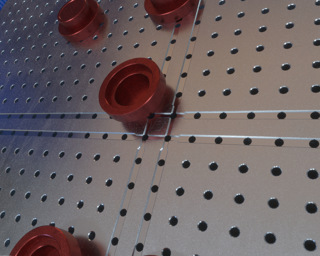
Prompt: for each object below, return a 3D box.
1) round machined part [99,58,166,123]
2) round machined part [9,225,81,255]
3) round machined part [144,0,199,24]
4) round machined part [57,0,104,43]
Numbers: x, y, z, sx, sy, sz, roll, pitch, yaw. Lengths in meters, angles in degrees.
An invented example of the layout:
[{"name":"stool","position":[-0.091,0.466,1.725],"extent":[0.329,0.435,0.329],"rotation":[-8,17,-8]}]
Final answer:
[{"name":"round machined part","position":[-0.036,-0.050,0.448],"extent":[0.098,0.042,0.098],"rotation":[-13,56,21]},{"name":"round machined part","position":[-0.132,0.169,0.364],"extent":[0.098,0.042,0.098],"rotation":[-13,56,21]},{"name":"round machined part","position":[0.016,-0.231,0.532],"extent":[0.098,0.042,0.098],"rotation":[-13,56,21]},{"name":"round machined part","position":[-0.166,-0.223,0.623],"extent":[0.098,0.042,0.098],"rotation":[-13,56,21]}]
